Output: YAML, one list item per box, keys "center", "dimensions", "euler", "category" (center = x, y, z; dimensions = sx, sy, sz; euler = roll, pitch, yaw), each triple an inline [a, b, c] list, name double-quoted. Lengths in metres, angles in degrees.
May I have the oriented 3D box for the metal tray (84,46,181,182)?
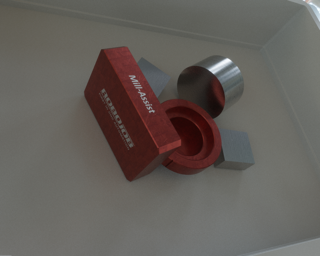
- center: [-0.037, -0.014, 0.352]
  dimensions: [0.030, 0.090, 0.130]
  euler: [-19, 72, -35]
  category: "metal tray"

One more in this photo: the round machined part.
- center: [0.026, 0.015, 0.398]
  dimensions: [0.099, 0.042, 0.098]
  euler: [14, 56, -21]
  category: "round machined part"

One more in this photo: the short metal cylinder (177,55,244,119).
- center: [0.072, -0.058, 0.445]
  dimensions: [0.050, 0.080, 0.080]
  euler: [-33, 81, -38]
  category: "short metal cylinder"

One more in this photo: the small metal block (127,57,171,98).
- center: [-0.020, -0.063, 0.433]
  dimensions: [0.050, 0.025, 0.050]
  euler: [34, 52, -5]
  category: "small metal block"

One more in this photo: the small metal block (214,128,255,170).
- center: [0.102, 0.031, 0.442]
  dimensions: [0.050, 0.025, 0.050]
  euler: [8, 58, -23]
  category: "small metal block"
